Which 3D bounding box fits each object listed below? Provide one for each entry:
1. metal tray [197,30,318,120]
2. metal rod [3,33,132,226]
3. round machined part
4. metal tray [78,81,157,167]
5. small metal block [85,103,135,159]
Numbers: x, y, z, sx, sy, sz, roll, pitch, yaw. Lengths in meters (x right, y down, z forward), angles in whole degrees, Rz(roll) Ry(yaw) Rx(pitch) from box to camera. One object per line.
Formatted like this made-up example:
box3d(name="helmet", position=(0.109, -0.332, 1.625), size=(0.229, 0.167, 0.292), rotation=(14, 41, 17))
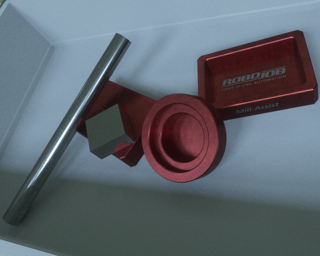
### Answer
box3d(name="metal tray", position=(0.113, -0.061, 0.379), size=(0.130, 0.030, 0.090), rotation=(-11, 57, 22))
box3d(name="metal rod", position=(-0.129, 0.002, 0.432), size=(0.025, 0.025, 0.299), rotation=(33, 91, 38))
box3d(name="round machined part", position=(0.030, 0.011, 0.354), size=(0.098, 0.042, 0.097), rotation=(1, 91, 34))
box3d(name="metal tray", position=(-0.062, -0.012, 0.441), size=(0.130, 0.030, 0.090), rotation=(26, 76, 36))
box3d(name="small metal block", position=(-0.065, 0.004, 0.396), size=(0.050, 0.025, 0.050), rotation=(-27, 53, 11))
